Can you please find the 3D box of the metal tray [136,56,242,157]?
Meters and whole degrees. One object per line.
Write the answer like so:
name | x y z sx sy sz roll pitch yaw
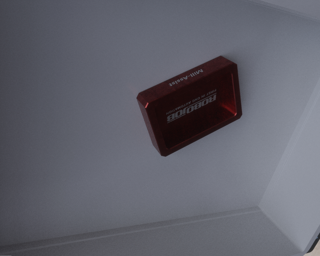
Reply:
metal tray | 0.044 -0.028 0.410 0.131 0.030 0.090 -26 128 -12
